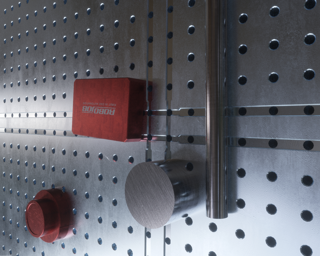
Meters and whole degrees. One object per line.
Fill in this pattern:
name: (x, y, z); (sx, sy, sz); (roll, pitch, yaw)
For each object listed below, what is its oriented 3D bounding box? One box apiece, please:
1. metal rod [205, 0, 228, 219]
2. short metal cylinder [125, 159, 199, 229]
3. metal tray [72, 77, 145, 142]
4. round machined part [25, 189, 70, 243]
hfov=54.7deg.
metal rod: (0.065, -0.048, 0.355); (0.025, 0.025, 0.298); (0, 90, 40)
short metal cylinder: (0.002, 0.081, 0.392); (0.080, 0.050, 0.080); (0, 90, 40)
metal tray: (-0.083, -0.030, 0.475); (0.130, 0.030, 0.089); (6, 94, 39)
round machined part: (-0.213, 0.164, 0.575); (0.098, 0.042, 0.097); (0, 90, 40)
